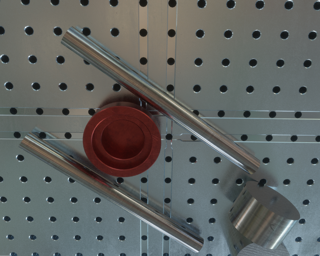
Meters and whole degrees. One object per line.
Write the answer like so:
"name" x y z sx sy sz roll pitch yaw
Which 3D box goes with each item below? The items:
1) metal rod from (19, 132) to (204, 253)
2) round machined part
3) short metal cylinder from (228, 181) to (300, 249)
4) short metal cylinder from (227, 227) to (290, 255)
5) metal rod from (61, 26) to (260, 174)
"metal rod" -0.061 0.098 0.448 0.301 0.025 0.025 34 106 -12
"round machined part" -0.048 0.012 0.408 0.099 0.042 0.097 0 110 0
"short metal cylinder" 0.142 0.118 0.429 0.080 0.080 0.050 24 108 -9
"short metal cylinder" 0.148 0.186 0.470 0.081 0.050 0.079 0 110 0
"metal rod" 0.010 -0.029 0.402 0.301 0.025 0.025 34 106 -12
